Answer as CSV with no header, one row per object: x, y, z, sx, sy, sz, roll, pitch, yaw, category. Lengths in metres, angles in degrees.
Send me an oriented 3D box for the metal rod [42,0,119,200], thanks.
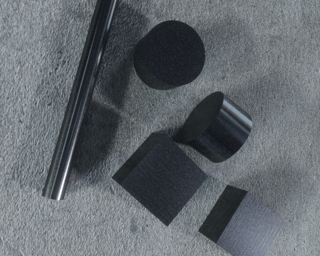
-0.089,-0.063,0.376,0.025,0.025,0.299,16,85,-20,metal rod

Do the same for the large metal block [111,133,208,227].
-0.001,0.063,0.396,0.080,0.050,0.080,45,76,-15,large metal block

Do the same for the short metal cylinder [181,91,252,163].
0.073,-0.001,0.407,0.050,0.080,0.080,36,78,-17,short metal cylinder

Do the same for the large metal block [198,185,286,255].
0.116,0.140,0.439,0.080,0.050,0.080,39,78,-16,large metal block

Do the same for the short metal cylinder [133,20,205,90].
0.011,-0.091,0.400,0.081,0.050,0.080,0,90,-20,short metal cylinder
